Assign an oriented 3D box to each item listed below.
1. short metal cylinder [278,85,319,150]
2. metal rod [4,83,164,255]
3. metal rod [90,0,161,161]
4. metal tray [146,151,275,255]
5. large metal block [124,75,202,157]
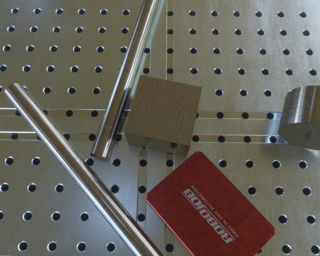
[{"bbox_3d":[0.195,-0.011,0.388,0.080,0.080,0.050,17,71,6],"label":"short metal cylinder"},{"bbox_3d":[-0.103,0.052,0.391,0.025,0.025,0.300,-40,75,-13],"label":"metal rod"},{"bbox_3d":[-0.040,-0.098,0.447,0.025,0.025,0.299,14,70,5],"label":"metal rod"},{"bbox_3d":[0.057,0.104,0.371,0.090,0.030,0.130,-39,75,-13],"label":"metal tray"},{"bbox_3d":[0.005,-0.015,0.404,0.080,0.050,0.080,12,70,4],"label":"large metal block"}]
